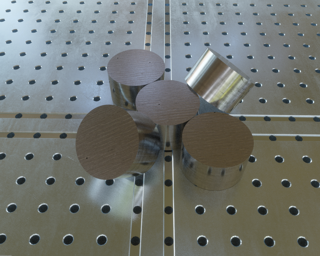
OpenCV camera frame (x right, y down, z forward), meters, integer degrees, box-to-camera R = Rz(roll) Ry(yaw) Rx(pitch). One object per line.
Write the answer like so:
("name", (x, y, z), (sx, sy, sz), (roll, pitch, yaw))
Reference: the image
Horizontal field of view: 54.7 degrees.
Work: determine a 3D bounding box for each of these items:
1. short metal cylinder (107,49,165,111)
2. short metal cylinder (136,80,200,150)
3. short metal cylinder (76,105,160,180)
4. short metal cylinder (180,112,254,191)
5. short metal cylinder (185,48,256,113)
("short metal cylinder", (-0.033, -0.070, 0.449), (0.081, 0.050, 0.080), (0, 50, 0))
("short metal cylinder", (0.010, -0.018, 0.406), (0.081, 0.050, 0.080), (0, 50, 0))
("short metal cylinder", (-0.047, 0.017, 0.350), (0.080, 0.050, 0.080), (-3, 84, 25))
("short metal cylinder", (0.065, 0.027, 0.369), (0.081, 0.050, 0.080), (0, 50, 0))
("short metal cylinder", (0.081, -0.065, 0.420), (0.080, 0.050, 0.080), (32, 21, -14))
